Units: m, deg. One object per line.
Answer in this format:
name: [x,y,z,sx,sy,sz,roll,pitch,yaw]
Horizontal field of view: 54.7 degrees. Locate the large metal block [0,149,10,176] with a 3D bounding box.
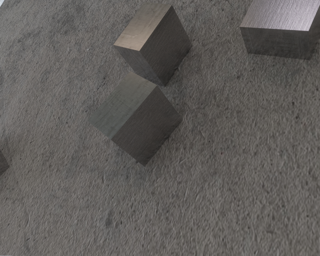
large metal block: [-0.311,0.061,0.514,0.080,0.050,0.080,-47,51,-5]

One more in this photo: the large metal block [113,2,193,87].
large metal block: [-0.007,-0.119,0.446,0.050,0.080,0.080,23,74,36]

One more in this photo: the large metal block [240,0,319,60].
large metal block: [0.158,-0.137,0.389,0.080,0.050,0.080,17,71,34]

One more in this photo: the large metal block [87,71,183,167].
large metal block: [-0.028,-0.010,0.389,0.050,0.080,0.080,33,80,38]
